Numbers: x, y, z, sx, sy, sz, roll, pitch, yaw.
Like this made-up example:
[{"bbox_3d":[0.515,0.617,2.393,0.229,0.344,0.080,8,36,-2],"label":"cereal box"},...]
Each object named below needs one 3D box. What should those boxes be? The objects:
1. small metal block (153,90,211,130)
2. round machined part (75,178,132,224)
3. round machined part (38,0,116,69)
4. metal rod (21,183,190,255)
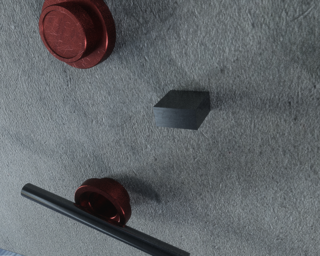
[{"bbox_3d":[0.027,-0.023,0.363,0.050,0.050,0.025,6,121,25],"label":"small metal block"},{"bbox_3d":[-0.090,0.123,0.519,0.098,0.042,0.097,13,124,21],"label":"round machined part"},{"bbox_3d":[-0.107,-0.119,0.379,0.098,0.042,0.097,13,124,21],"label":"round machined part"},{"bbox_3d":[-0.097,0.152,0.497,0.301,0.025,0.025,18,125,17],"label":"metal rod"}]
